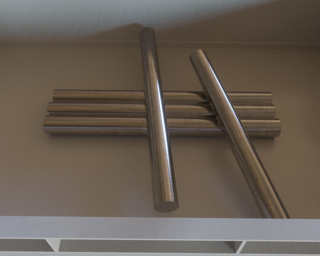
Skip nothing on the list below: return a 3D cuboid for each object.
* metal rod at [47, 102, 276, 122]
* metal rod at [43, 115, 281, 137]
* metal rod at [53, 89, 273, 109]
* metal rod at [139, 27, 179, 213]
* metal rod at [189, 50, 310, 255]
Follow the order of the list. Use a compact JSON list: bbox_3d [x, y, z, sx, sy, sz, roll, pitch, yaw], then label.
[{"bbox_3d":[0.002,-0.021,0.421,0.302,0.025,0.025,1,50,0],"label":"metal rod"},{"bbox_3d":[0.003,-0.002,0.405,0.302,0.025,0.025,1,50,0],"label":"metal rod"},{"bbox_3d":[0.004,-0.040,0.437,0.302,0.025,0.025,1,50,0],"label":"metal rod"},{"bbox_3d":[-0.007,-0.036,0.401,0.025,0.025,0.300,-4,50,-4],"label":"metal rod"},{"bbox_3d":[0.094,0.019,0.363,0.025,0.025,0.299,-12,58,-10],"label":"metal rod"}]
